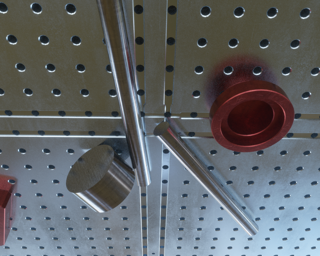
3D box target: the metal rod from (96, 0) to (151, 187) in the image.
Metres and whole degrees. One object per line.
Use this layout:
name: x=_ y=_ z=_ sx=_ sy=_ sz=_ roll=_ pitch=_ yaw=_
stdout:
metal rod: x=-0.039 y=-0.031 z=0.384 sx=0.025 sy=0.025 sz=0.298 roll=-4 pitch=130 yaw=3

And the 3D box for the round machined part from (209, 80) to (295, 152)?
round machined part: x=0.111 y=-0.018 z=0.387 sx=0.099 sy=0.042 sz=0.097 roll=-1 pitch=130 yaw=-1

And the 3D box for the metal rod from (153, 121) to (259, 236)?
metal rod: x=0.086 y=0.094 z=0.493 sx=0.025 sy=0.025 sz=0.300 roll=-28 pitch=125 yaw=21

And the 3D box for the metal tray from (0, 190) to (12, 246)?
metal tray: x=-0.310 y=0.152 z=0.533 sx=0.091 sy=0.030 sz=0.129 roll=14 pitch=129 yaw=-12

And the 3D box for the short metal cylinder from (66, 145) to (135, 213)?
short metal cylinder: x=-0.083 y=0.070 z=0.434 sx=0.080 sy=0.080 sz=0.050 roll=-24 pitch=126 yaw=19
